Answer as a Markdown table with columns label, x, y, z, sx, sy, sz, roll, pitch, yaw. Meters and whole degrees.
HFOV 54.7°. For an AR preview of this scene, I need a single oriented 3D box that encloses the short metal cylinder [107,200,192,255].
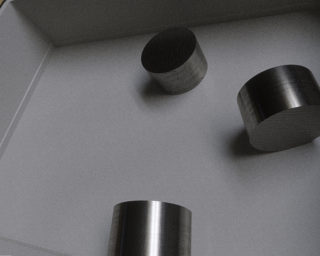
| label | x | y | z | sx | sy | sz | roll | pitch | yaw |
| --- | --- | --- | --- | --- | --- | --- | --- | --- | --- |
| short metal cylinder | -0.009 | 0.108 | 0.308 | 0.080 | 0.080 | 0.050 | -9 | 58 | 23 |

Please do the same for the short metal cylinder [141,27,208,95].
| label | x | y | z | sx | sy | sz | roll | pitch | yaw |
| --- | --- | --- | --- | --- | --- | --- | --- | --- | --- |
| short metal cylinder | 0.021 | -0.094 | 0.435 | 0.080 | 0.050 | 0.080 | -13 | 56 | 20 |

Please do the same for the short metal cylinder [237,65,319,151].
| label | x | y | z | sx | sy | sz | roll | pitch | yaw |
| --- | --- | --- | --- | --- | --- | --- | --- | --- | --- |
| short metal cylinder | 0.125 | -0.018 | 0.316 | 0.080 | 0.080 | 0.050 | -19 | 55 | 17 |

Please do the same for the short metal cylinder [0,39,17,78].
| label | x | y | z | sx | sy | sz | roll | pitch | yaw |
| --- | --- | --- | --- | --- | --- | --- | --- | --- | --- |
| short metal cylinder | -0.360 | -0.152 | 0.670 | 0.080 | 0.050 | 0.080 | -13 | 56 | 20 |
